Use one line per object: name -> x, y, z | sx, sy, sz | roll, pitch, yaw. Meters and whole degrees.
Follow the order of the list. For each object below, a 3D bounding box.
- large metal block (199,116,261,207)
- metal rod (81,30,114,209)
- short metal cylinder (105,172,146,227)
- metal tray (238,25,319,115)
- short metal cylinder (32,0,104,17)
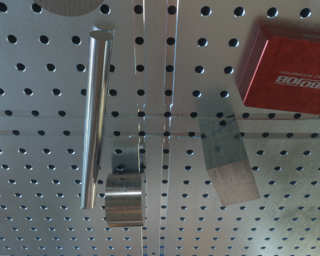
large metal block -> 0.093, 0.045, 0.415 | 0.050, 0.080, 0.080 | -17, 128, 13
metal rod -> -0.091, 0.014, 0.421 | 0.025, 0.025, 0.298 | 8, 130, -8
short metal cylinder -> -0.050, 0.107, 0.466 | 0.050, 0.080, 0.079 | -2, 130, 1
metal tray -> 0.168, -0.062, 0.358 | 0.131, 0.030, 0.089 | 6, 130, -6
short metal cylinder -> -0.079, -0.146, 0.270 | 0.081, 0.050, 0.079 | 0, 130, 0
